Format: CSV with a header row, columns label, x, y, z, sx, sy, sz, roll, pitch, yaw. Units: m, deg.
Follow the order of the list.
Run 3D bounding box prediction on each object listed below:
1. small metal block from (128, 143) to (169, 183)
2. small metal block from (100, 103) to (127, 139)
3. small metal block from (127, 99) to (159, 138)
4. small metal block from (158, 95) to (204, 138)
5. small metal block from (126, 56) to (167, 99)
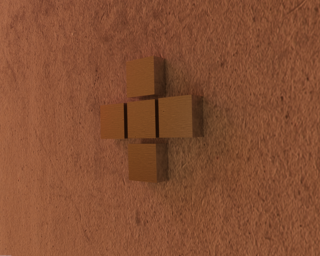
label,x,y,z,sx,sy,sz,roll,pitch,yaw
small metal block,-0.016,0.046,0.418,0.050,0.025,0.050,-3,88,39
small metal block,-0.061,-0.009,0.455,0.050,0.025,0.050,-2,89,39
small metal block,-0.017,-0.011,0.419,0.050,0.025,0.050,-2,89,39
small metal block,0.026,-0.013,0.384,0.050,0.025,0.050,-2,89,39
small metal block,-0.019,-0.067,0.420,0.050,0.025,0.050,-2,89,39
